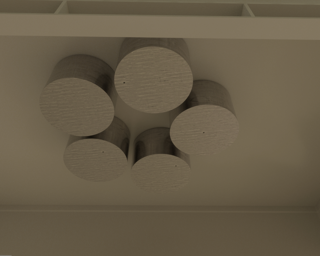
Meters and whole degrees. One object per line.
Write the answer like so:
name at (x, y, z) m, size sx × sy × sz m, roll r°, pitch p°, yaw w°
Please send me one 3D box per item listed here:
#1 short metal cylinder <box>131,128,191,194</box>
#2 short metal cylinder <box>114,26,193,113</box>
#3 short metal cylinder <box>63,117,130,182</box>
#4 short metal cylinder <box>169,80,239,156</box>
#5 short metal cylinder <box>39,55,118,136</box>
short metal cylinder at (0.001, 0.046, 0.429) m, size 0.081 × 0.050 × 0.079 m, roll 0°, pitch 130°, yaw 0°
short metal cylinder at (-0.006, -0.063, 0.336) m, size 0.081 × 0.050 × 0.079 m, roll 0°, pitch 130°, yaw 0°
short metal cylinder at (-0.082, 0.027, 0.412) m, size 0.081 × 0.050 × 0.079 m, roll 0°, pitch 130°, yaw 0°
short metal cylinder at (0.052, -0.011, 0.381) m, size 0.081 × 0.050 × 0.079 m, roll 0°, pitch 130°, yaw 0°
short metal cylinder at (-0.090, -0.037, 0.358) m, size 0.081 × 0.050 × 0.079 m, roll 0°, pitch 130°, yaw 0°
